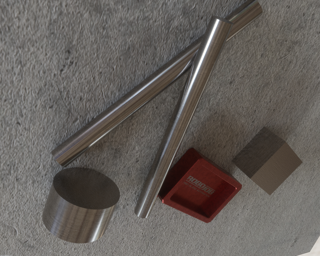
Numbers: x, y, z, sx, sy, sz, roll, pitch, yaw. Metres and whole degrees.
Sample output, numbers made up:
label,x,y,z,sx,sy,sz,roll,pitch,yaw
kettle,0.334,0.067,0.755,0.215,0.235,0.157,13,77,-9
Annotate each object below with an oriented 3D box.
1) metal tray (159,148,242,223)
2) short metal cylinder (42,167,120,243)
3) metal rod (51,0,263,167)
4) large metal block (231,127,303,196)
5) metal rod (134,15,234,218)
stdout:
label,x,y,z,sx,sy,sz,roll,pitch,yaw
metal tray,0.065,0.097,0.501,0.090,0.030,0.130,-50,129,7
short metal cylinder,-0.095,0.091,0.377,0.081,0.080,0.050,10,114,-33
metal rod,-0.001,-0.056,0.372,0.301,0.025,0.025,-38,130,-3
large metal block,0.183,0.058,0.529,0.080,0.050,0.080,-48,129,5
metal rod,0.020,0.006,0.402,0.025,0.025,0.298,3,123,-30
